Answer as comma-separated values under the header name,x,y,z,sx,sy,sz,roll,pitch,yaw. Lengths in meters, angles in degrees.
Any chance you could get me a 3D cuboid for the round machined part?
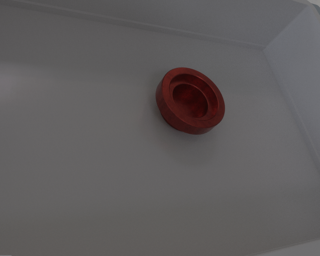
name,x,y,z,sx,sy,sz,roll,pitch,yaw
round machined part,0.038,-0.034,0.435,0.099,0.042,0.098,13,56,-21
